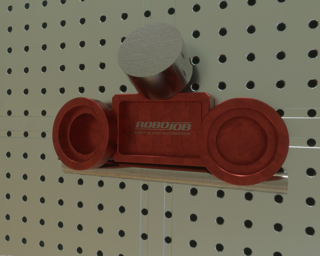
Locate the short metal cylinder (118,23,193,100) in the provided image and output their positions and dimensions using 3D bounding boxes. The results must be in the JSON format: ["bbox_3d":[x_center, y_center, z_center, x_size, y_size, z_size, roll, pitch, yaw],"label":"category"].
[{"bbox_3d":[-0.005,-0.081,0.381,0.080,0.050,0.080,-8,61,15],"label":"short metal cylinder"}]

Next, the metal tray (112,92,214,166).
[{"bbox_3d":[0.002,0.000,0.404,0.130,0.030,0.089,1,91,19],"label":"metal tray"}]

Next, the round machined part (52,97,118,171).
[{"bbox_3d":[-0.098,0.008,0.429,0.098,0.042,0.097,-1,87,28],"label":"round machined part"}]

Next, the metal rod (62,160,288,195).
[{"bbox_3d":[0.005,0.059,0.406,0.301,0.025,0.025,2,91,19],"label":"metal rod"}]

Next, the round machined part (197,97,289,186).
[{"bbox_3d":[0.094,0.015,0.361,0.098,0.042,0.097,0,88,12],"label":"round machined part"}]
